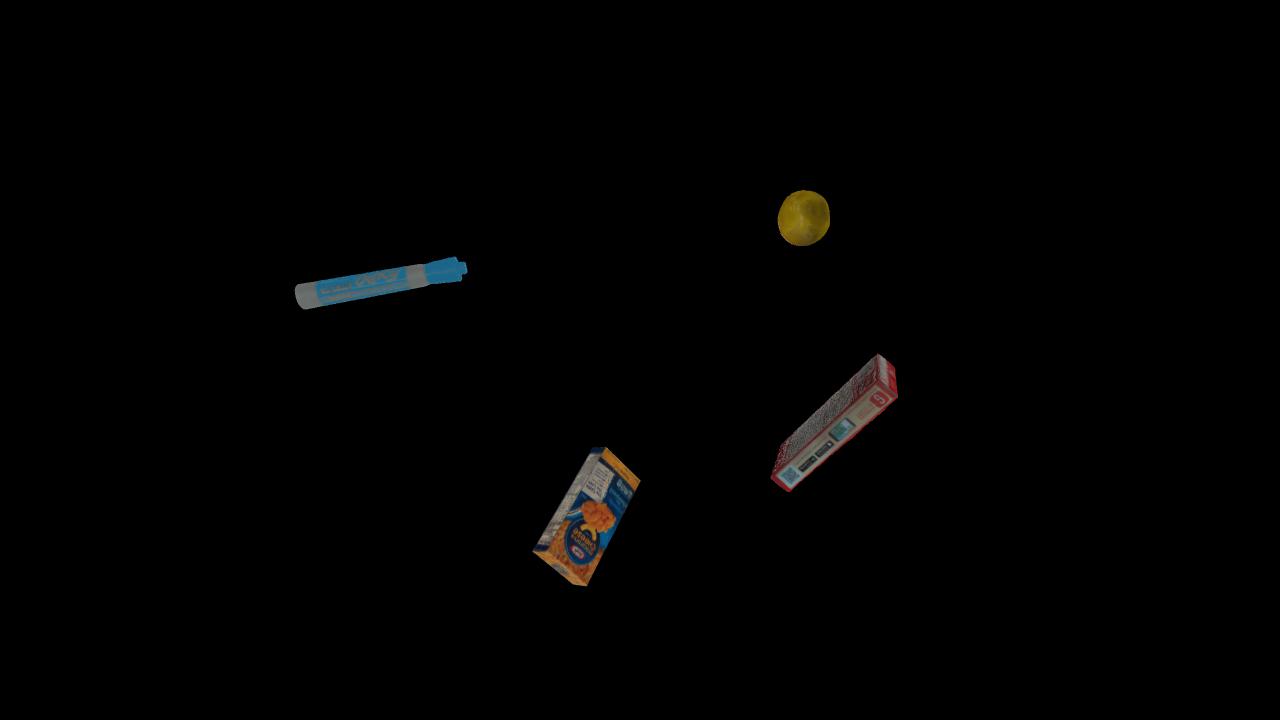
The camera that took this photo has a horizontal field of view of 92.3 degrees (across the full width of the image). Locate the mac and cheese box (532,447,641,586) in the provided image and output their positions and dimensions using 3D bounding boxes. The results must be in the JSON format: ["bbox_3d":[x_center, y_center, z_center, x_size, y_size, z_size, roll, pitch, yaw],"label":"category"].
[{"bbox_3d":[-0.075,0.229,0.918,0.041,0.184,0.093,-11,-51,44],"label":"mac and cheese box"}]

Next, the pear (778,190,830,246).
[{"bbox_3d":[0.233,-0.203,0.922,0.080,0.080,0.111,0,-11,-14],"label":"pear"}]

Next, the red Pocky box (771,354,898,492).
[{"bbox_3d":[0.200,0.065,0.637,0.028,0.155,0.083,40,28,2],"label":"red Pocky box"}]

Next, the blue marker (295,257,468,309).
[{"bbox_3d":[-0.189,-0.058,0.453,0.121,0.020,0.020,-11,1,-4],"label":"blue marker"}]
